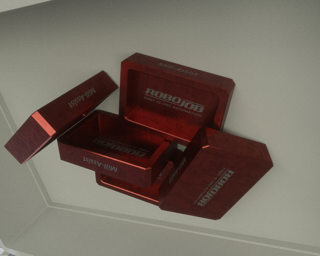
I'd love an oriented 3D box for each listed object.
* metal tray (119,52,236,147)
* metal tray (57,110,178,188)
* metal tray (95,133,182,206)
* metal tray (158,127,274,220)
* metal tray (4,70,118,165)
[{"bbox_3d":[0.015,-0.030,0.375,0.130,0.030,0.089,19,126,16],"label":"metal tray"},{"bbox_3d":[-0.053,0.022,0.403,0.130,0.090,0.030,15,124,19],"label":"metal tray"},{"bbox_3d":[-0.034,0.060,0.455,0.130,0.030,0.089,15,125,19],"label":"metal tray"},{"bbox_3d":[0.063,0.062,0.382,0.091,0.030,0.129,15,131,-17],"label":"metal tray"},{"bbox_3d":[-0.119,-0.016,0.388,0.090,0.131,0.030,-33,100,38],"label":"metal tray"}]
